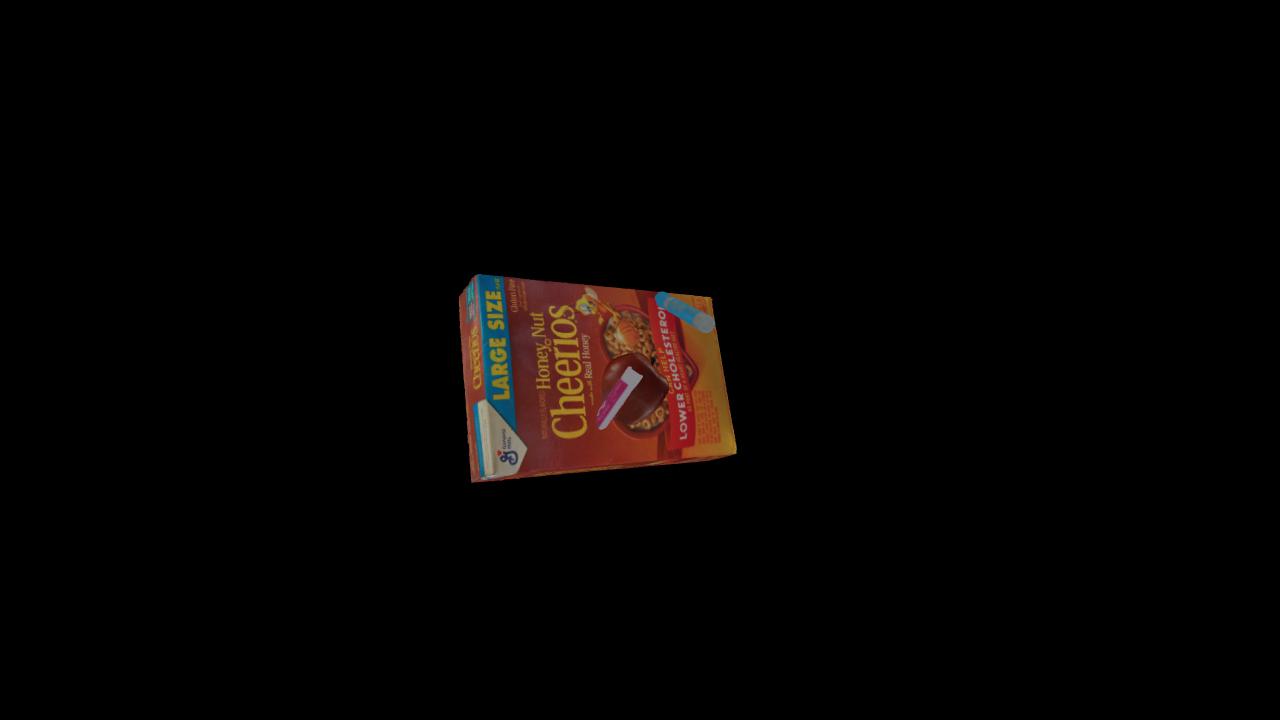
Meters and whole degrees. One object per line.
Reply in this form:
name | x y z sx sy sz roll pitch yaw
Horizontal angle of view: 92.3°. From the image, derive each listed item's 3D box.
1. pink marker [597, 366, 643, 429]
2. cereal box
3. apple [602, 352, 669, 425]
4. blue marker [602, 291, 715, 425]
pink marker | -0.038 0.060 0.636 0.020 0.121 0.020 35 5 -4
cereal box | -0.041 0.022 0.692 0.306 0.203 0.081 2 -17 -34
apple | -0.014 0.033 0.669 0.093 0.079 0.079 -45 -1 -1
blue marker | 0.046 -0.054 0.675 0.020 0.020 0.121 0 18 -23
